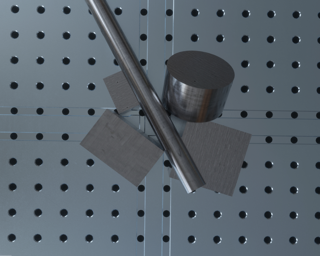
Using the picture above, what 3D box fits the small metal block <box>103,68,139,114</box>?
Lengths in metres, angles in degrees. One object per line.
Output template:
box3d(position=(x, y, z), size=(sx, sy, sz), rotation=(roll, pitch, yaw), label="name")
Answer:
box3d(position=(-0.041, -0.051, 0.413), size=(0.050, 0.025, 0.050), rotation=(-24, 90, -1), label="small metal block")

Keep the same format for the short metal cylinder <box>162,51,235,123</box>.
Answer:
box3d(position=(0.045, -0.052, 0.380), size=(0.081, 0.080, 0.050), rotation=(9, 134, -1), label="short metal cylinder")

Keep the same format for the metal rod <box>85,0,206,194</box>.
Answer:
box3d(position=(-0.027, -0.060, 0.383), size=(0.025, 0.025, 0.299), rotation=(-28, 79, 0), label="metal rod")

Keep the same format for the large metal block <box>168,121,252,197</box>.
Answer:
box3d(position=(0.061, 0.034, 0.401), size=(0.080, 0.050, 0.080), rotation=(18, 90, -1), label="large metal block")

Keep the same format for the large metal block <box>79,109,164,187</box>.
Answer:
box3d(position=(-0.043, 0.022, 0.385), size=(0.080, 0.080, 0.050), rotation=(37, 90, -1), label="large metal block")
